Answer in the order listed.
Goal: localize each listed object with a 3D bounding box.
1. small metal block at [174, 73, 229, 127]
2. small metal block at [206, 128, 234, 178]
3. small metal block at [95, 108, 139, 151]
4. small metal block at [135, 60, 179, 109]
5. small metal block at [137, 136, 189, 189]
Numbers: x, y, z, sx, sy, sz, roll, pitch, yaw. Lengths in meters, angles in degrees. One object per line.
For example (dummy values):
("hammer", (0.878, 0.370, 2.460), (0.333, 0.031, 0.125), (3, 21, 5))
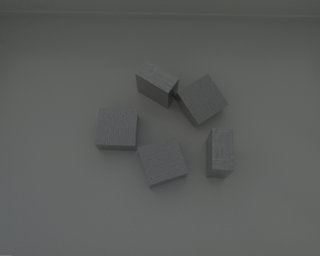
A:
("small metal block", (0.055, -0.037, 0.417), (0.050, 0.025, 0.050), (-33, 89, -12))
("small metal block", (0.074, 0.033, 0.385), (0.025, 0.050, 0.050), (3, 70, 1))
("small metal block", (-0.055, 0.002, 0.408), (0.050, 0.025, 0.050), (2, 70, 0))
("small metal block", (-0.004, -0.058, 0.417), (0.050, 0.050, 0.025), (32, 73, 11))
("small metal block", (0.003, 0.044, 0.394), (0.050, 0.025, 0.050), (-17, 71, -7))
